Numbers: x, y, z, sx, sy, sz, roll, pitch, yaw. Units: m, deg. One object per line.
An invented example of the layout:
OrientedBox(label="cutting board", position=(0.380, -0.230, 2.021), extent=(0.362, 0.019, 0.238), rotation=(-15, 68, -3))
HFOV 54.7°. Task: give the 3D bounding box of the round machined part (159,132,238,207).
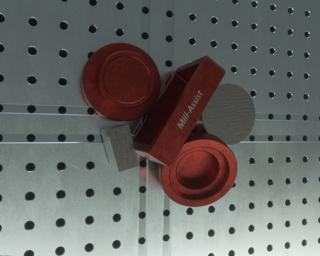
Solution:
OrientedBox(label="round machined part", position=(0.047, 0.050, 0.405), extent=(0.099, 0.042, 0.097), rotation=(-3, 111, -8))

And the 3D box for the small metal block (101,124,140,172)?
OrientedBox(label="small metal block", position=(-0.050, 0.023, 0.377), extent=(0.025, 0.050, 0.050), rotation=(-16, 96, -19))

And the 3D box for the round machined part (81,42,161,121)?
OrientedBox(label="round machined part", position=(-0.045, -0.057, 0.382), extent=(0.099, 0.042, 0.097), rotation=(0, 90, -20))

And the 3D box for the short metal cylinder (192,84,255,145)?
OrientedBox(label="short metal cylinder", position=(0.082, -0.018, 0.425), extent=(0.081, 0.050, 0.079), rotation=(0, 90, -20))

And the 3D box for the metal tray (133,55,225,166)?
OrientedBox(label="metal tray", position=(0.017, -0.021, 0.380), extent=(0.030, 0.090, 0.130), rotation=(35, 79, -17))
